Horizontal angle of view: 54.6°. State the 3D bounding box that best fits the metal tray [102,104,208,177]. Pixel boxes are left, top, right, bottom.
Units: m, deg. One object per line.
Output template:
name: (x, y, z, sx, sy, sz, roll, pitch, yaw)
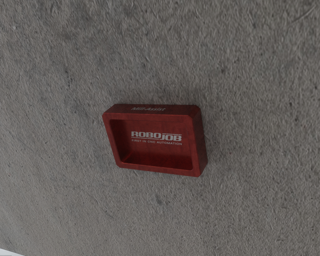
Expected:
metal tray: (-0.007, 0.015, 0.416, 0.130, 0.030, 0.090, 3, 120, 27)
